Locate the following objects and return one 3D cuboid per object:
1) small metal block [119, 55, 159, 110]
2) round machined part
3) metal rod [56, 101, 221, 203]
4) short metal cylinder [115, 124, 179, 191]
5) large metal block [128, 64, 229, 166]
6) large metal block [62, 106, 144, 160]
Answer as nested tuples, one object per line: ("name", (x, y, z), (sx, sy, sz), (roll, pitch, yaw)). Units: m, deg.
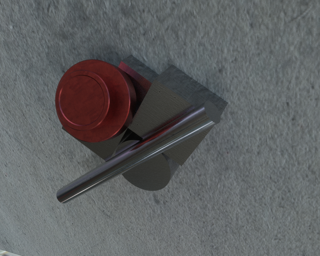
("small metal block", (-0.031, -0.054, 0.389), (0.050, 0.025, 0.050), (37, 129, 3))
("round machined part", (-0.081, -0.031, 0.362), (0.098, 0.042, 0.097), (1, 93, 17))
("metal rod", (-0.050, 0.045, 0.396), (0.299, 0.025, 0.025), (-31, 101, 38))
("short metal cylinder", (-0.013, 0.038, 0.420), (0.080, 0.050, 0.079), (13, 124, 20))
("large metal block", (0.021, -0.015, 0.371), (0.080, 0.050, 0.079), (36, 129, 4))
("large metal block", (-0.076, -0.014, 0.421), (0.080, 0.050, 0.079), (36, 129, 3))
